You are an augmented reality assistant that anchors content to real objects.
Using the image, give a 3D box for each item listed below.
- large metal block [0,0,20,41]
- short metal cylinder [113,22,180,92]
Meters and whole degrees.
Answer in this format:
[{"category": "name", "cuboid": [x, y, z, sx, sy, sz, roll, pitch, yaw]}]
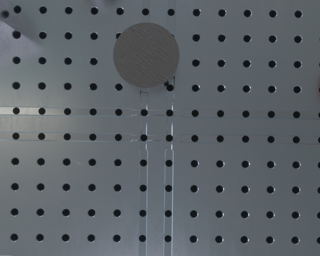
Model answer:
[{"category": "large metal block", "cuboid": [-0.239, -0.138, 0.384, 0.080, 0.080, 0.050, -22, 90, 0]}, {"category": "short metal cylinder", "cuboid": [-0.017, -0.088, 0.400, 0.081, 0.050, 0.079, 0, 90, 0]}]
